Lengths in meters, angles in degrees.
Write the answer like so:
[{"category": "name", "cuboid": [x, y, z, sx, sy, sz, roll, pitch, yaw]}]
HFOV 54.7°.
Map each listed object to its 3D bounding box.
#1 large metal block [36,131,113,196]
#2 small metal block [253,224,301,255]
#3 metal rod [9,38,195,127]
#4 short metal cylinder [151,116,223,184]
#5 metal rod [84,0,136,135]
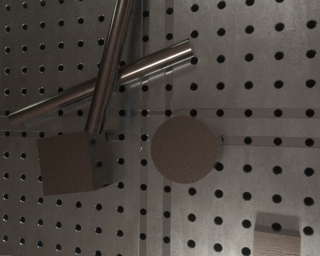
[{"category": "large metal block", "cuboid": [-0.120, 0.048, 0.440, 0.080, 0.050, 0.080, -10, 87, 19]}, {"category": "small metal block", "cuboid": [0.136, 0.146, 0.364, 0.050, 0.025, 0.050, 3, 91, 19]}, {"category": "metal rod", "cuboid": [-0.094, -0.058, 0.444, 0.301, 0.025, 0.025, -18, 84, 18]}, {"category": "short metal cylinder", "cuboid": [0.035, 0.025, 0.386, 0.080, 0.050, 0.079, 0, 90, 19]}, {"category": "metal rod", "cuboid": [-0.053, -0.139, 0.411, 0.025, 0.025, 0.298, 12, 87, 19]}]
